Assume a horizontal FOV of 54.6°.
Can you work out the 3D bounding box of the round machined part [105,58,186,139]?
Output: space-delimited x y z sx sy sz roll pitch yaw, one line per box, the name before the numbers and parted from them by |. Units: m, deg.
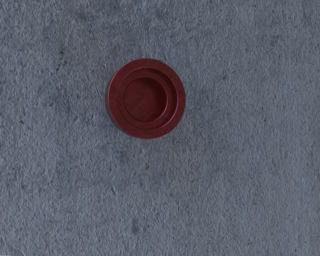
round machined part | -0.021 -0.035 0.392 0.099 0.042 0.097 0 90 -20
